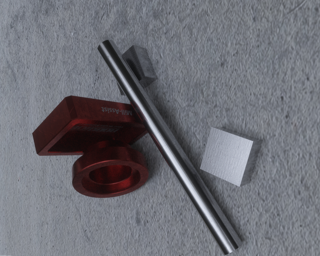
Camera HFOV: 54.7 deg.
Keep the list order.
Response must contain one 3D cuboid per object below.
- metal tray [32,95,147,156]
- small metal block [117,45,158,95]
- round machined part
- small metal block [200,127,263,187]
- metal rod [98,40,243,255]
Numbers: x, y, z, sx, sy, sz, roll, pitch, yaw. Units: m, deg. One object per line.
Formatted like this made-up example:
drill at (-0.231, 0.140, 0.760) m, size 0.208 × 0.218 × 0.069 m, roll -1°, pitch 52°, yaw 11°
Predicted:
metal tray at (-0.081, 0.002, 0.400) m, size 0.090 × 0.131 × 0.030 m, roll -37°, pitch 64°, yaw 34°
small metal block at (-0.037, -0.079, 0.433) m, size 0.050 × 0.025 × 0.050 m, roll -32°, pitch 70°, yaw 35°
round machined part at (-0.067, 0.052, 0.415) m, size 0.098 × 0.099 × 0.042 m, roll -42°, pitch 45°, yaw 32°
small metal block at (0.077, 0.030, 0.340) m, size 0.050 × 0.025 × 0.050 m, roll 22°, pitch 104°, yaw 37°
metal rod at (0.003, 0.010, 0.379) m, size 0.025 × 0.025 × 0.299 m, roll -42°, pitch 71°, yaw 31°
